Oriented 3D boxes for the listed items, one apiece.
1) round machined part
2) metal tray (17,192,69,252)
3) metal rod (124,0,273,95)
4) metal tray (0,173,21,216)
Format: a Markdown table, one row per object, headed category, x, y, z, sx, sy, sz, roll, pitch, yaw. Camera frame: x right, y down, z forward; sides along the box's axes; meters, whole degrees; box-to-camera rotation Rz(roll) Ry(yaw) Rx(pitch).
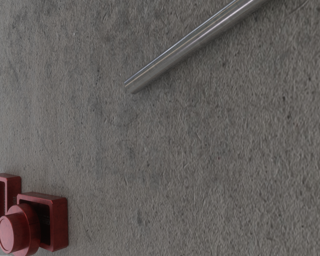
| category | x | y | z | sx | sy | sz | roll | pitch | yaw |
| --- | --- | --- | --- | --- | --- | --- | --- | --- | --- |
| round machined part | -0.265 | 0.192 | 0.573 | 0.098 | 0.042 | 0.097 | 0 | 90 | 40 |
| metal tray | -0.225 | 0.173 | 0.587 | 0.130 | 0.030 | 0.089 | -3 | 88 | 40 |
| metal rod | 0.065 | -0.117 | 0.350 | 0.299 | 0.025 | 0.025 | -29 | 72 | 36 |
| metal tray | -0.343 | 0.169 | 0.684 | 0.090 | 0.030 | 0.129 | 0 | 90 | 40 |
